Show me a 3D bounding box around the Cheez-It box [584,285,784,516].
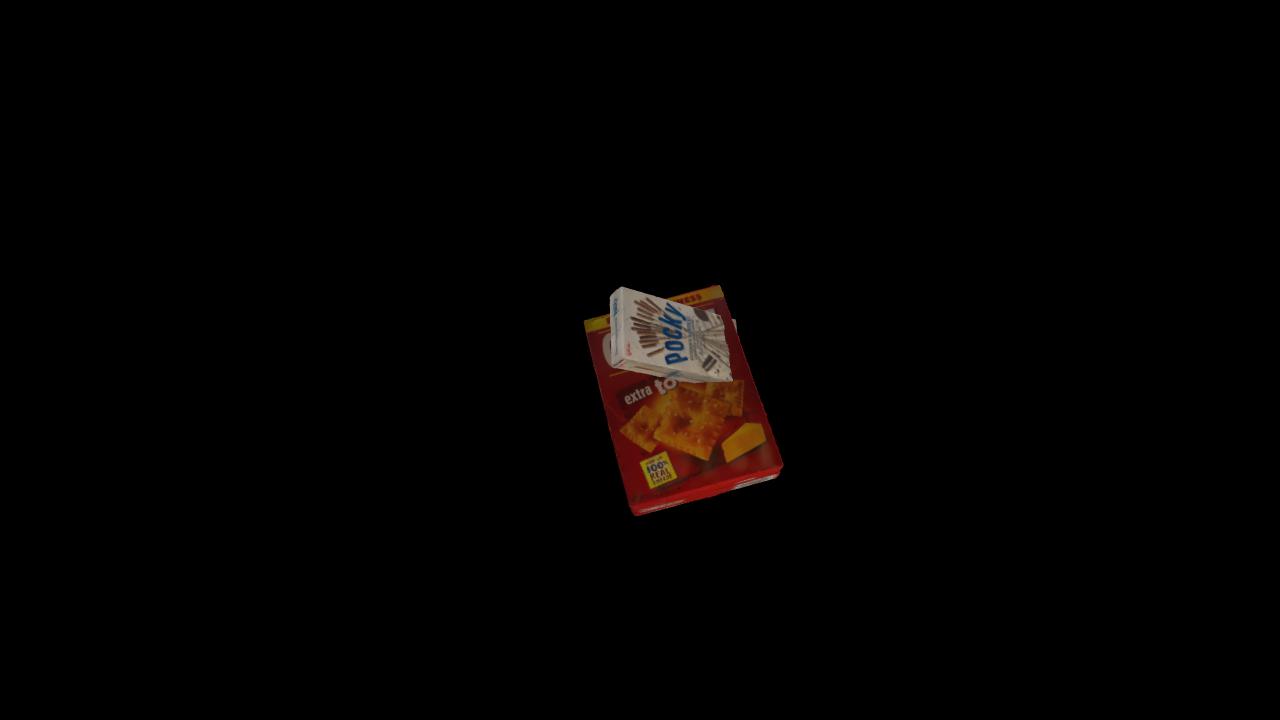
[{"bbox_3d":[0.043,0.042,0.683,0.166,0.223,0.071,-14,-23,-3],"label":"Cheez-It box"}]

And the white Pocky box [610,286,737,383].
[{"bbox_3d":[0.040,-0.020,0.649,0.154,0.084,0.028,12,-28,-30],"label":"white Pocky box"}]
